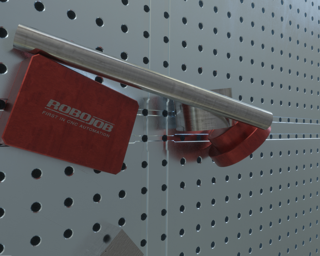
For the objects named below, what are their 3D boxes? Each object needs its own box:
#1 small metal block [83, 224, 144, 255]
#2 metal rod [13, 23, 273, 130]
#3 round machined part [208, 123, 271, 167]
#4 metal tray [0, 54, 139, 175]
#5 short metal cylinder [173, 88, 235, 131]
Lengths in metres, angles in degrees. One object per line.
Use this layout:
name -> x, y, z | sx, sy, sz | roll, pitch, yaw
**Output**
small metal block -> -0.055, 0.152, 0.365 | 0.050, 0.025, 0.050 | -47, 118, -30
metal rod -> 0.000, -0.049, 0.347 | 0.302, 0.025, 0.025 | 16, 79, -19
round machined part -> 0.110, 0.010, 0.461 | 0.042, 0.098, 0.098 | 50, 59, -7
metal tray -> -0.091, -0.009, 0.331 | 0.131, 0.030, 0.090 | 24, 75, -38
short metal cylinder -> 0.060, -0.026, 0.426 | 0.081, 0.080, 0.050 | -11, 97, -40
